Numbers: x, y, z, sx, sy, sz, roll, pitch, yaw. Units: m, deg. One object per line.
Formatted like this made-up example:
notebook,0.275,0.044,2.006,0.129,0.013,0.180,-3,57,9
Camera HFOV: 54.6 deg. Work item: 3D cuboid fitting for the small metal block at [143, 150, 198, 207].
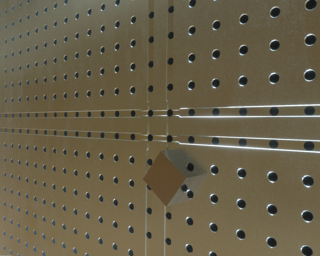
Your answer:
small metal block,0.012,0.064,0.400,0.050,0.025,0.050,45,117,30
